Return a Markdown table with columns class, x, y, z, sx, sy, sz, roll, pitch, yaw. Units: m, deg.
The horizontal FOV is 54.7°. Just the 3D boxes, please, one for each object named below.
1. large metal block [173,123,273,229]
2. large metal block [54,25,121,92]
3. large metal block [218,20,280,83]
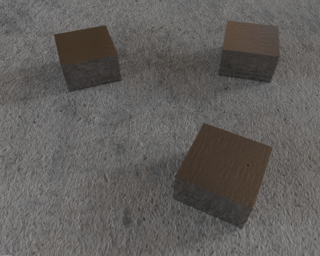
| class | x | y | z | sx | sy | sz | roll | pitch | yaw |
| --- | --- | --- | --- | --- | --- | --- | --- | --- | --- |
| large metal block | 0.069 | 0.051 | 0.345 | 0.080 | 0.050 | 0.080 | 21 | 53 | 16 |
| large metal block | -0.111 | -0.108 | 0.477 | 0.081 | 0.050 | 0.080 | -15 | 52 | -12 |
| large metal block | 0.140 | -0.122 | 0.490 | 0.080 | 0.050 | 0.080 | 10 | 51 | 8 |
